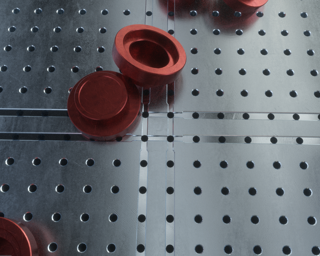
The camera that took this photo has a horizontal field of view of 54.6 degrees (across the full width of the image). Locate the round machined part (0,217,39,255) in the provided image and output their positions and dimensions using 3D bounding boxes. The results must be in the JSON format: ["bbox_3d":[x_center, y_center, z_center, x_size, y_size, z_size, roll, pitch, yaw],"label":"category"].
[{"bbox_3d":[-0.185,0.151,0.347,0.099,0.042,0.098,0,70,0],"label":"round machined part"}]

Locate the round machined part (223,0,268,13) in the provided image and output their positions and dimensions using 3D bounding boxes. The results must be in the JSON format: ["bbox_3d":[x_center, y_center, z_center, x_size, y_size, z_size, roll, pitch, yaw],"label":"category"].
[{"bbox_3d":[0.132,-0.228,0.466,0.099,0.042,0.098,5,79,-26],"label":"round machined part"}]

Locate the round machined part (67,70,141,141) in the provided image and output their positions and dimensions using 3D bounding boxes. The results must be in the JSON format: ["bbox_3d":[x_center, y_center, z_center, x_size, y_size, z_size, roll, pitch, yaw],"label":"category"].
[{"bbox_3d":[-0.075,-0.035,0.415,0.099,0.042,0.098,0,70,0],"label":"round machined part"}]

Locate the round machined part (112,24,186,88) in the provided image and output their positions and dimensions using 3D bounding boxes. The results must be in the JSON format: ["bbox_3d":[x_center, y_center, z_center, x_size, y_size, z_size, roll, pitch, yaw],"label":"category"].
[{"bbox_3d":[-0.017,-0.094,0.424,0.099,0.042,0.098,11,51,-14],"label":"round machined part"}]
